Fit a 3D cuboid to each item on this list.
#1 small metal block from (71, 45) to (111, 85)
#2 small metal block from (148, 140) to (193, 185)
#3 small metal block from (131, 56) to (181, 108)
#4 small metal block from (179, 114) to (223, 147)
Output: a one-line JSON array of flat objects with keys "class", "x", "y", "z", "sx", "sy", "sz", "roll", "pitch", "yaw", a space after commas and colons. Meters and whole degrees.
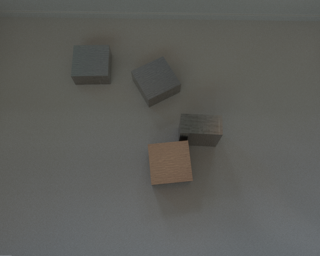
[{"class": "small metal block", "x": -0.097, "y": -0.090, "z": 0.442, "sx": 0.050, "sy": 0.025, "sz": 0.050, "roll": -1, "pitch": 70, "yaw": -1}, {"class": "small metal block", "x": 0.012, "y": 0.045, "z": 0.390, "sx": 0.050, "sy": 0.025, "sz": 0.050, "roll": -5, "pitch": 77, "yaw": -2}, {"class": "small metal block", "x": -0.005, "y": -0.065, "z": 0.433, "sx": 0.050, "sy": 0.025, "sz": 0.050, "roll": -27, "pitch": 72, "yaw": -10}, {"class": "small metal block", "x": 0.050, "y": 0.004, "z": 0.395, "sx": 0.050, "sy": 0.050, "sz": 0.025, "roll": 3, "pitch": 70, "yaw": 1}]
